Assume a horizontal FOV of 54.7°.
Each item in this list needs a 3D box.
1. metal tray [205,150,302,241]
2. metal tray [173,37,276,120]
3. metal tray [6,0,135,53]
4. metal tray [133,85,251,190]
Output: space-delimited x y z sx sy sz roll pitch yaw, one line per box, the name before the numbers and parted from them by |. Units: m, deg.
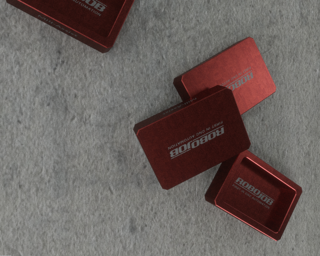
metal tray | 0.141 0.098 0.460 0.130 0.030 0.090 33 79 -17
metal tray | 0.095 -0.061 0.443 0.131 0.030 0.090 -32 101 -17
metal tray | -0.102 -0.160 0.368 0.131 0.030 0.090 26 81 -19
metal tray | 0.043 0.011 0.402 0.131 0.030 0.090 -26 108 -6
